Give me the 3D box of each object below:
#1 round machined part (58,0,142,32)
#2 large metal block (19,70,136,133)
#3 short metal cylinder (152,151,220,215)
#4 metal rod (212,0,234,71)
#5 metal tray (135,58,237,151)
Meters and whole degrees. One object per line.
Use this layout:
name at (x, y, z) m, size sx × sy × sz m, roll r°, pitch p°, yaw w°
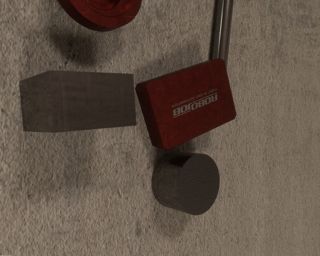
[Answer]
round machined part at (-0.071, -0.153, 0.335) m, size 0.099 × 0.042 × 0.097 m, roll 0°, pitch 90°, yaw -40°
large metal block at (-0.081, -0.024, 0.302) m, size 0.081 × 0.080 × 0.050 m, roll -6°, pitch 94°, yaw -40°
short metal cylinder at (0.036, 0.073, 0.421) m, size 0.081 × 0.050 × 0.079 m, roll 0°, pitch 90°, yaw -40°
metal rod at (0.104, -0.197, 0.493) m, size 0.025 × 0.025 × 0.298 m, roll 11°, pitch 83°, yaw -40°
metal tray at (0.040, -0.035, 0.423) m, size 0.131 × 0.030 × 0.089 m, roll -23°, pitch 105°, yaw -27°
